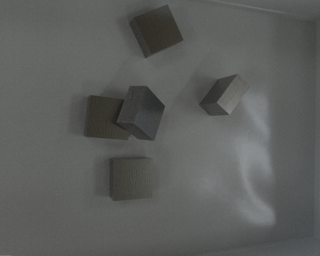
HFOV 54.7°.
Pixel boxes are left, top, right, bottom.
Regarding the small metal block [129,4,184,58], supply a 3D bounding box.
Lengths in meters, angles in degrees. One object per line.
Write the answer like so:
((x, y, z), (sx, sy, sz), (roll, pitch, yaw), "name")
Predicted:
((-0.005, -0.127, 0.408), (0.050, 0.025, 0.050), (-29, 100, -18), "small metal block")

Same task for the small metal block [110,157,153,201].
((-0.037, 0.064, 0.397), (0.050, 0.025, 0.050), (0, 90, -20), "small metal block")

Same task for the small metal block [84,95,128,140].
((-0.065, -0.012, 0.386), (0.050, 0.025, 0.050), (6, 88, -20), "small metal block")

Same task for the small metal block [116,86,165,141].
((-0.022, -0.018, 0.384), (0.050, 0.025, 0.050), (44, 57, -52), "small metal block")

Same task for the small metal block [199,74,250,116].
((0.088, -0.044, 0.429), (0.025, 0.050, 0.050), (41, 77, -16), "small metal block")
